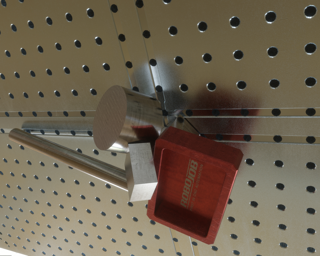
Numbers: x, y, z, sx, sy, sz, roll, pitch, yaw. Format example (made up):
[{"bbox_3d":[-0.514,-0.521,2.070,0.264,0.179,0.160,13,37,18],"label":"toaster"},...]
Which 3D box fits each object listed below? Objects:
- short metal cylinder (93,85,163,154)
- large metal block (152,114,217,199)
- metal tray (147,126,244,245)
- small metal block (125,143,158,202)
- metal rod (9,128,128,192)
[{"bbox_3d":[-0.042,-0.008,0.383,0.050,0.080,0.080,15,140,-36],"label":"short metal cylinder"},{"bbox_3d":[0.020,0.042,0.408,0.080,0.050,0.080,46,129,-5],"label":"large metal block"},{"bbox_3d":[0.036,0.070,0.363,0.090,0.030,0.129,19,126,17],"label":"metal tray"},{"bbox_3d":[-0.024,0.052,0.361,0.025,0.050,0.050,-3,147,-15],"label":"small metal block"},{"bbox_3d":[-0.136,0.045,0.470,0.300,0.025,0.025,15,125,33],"label":"metal rod"}]
